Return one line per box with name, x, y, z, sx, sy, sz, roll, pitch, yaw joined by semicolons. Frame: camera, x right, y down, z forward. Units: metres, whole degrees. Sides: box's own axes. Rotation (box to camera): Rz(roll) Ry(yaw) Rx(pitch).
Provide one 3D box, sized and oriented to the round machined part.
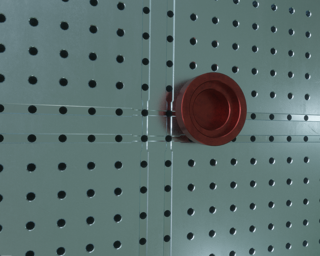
round machined part;0.066;-0.025;0.428;0.099;0.042;0.097;0;90;-20
